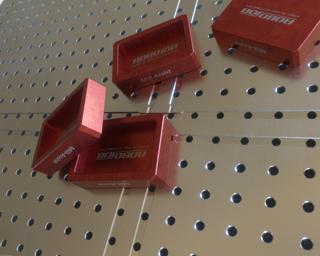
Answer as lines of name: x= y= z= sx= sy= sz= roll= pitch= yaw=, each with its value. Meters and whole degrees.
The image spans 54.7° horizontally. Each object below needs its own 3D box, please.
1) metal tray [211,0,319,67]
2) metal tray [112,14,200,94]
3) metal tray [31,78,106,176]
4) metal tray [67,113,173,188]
metal tray: x=0.147 y=-0.141 z=0.414 sx=0.130 sy=0.030 sz=0.090 roll=32 pitch=79 yaw=37
metal tray: x=-0.009 y=-0.114 z=0.478 sx=0.130 sy=0.030 sz=0.090 roll=-16 pitch=55 yaw=18
metal tray: x=-0.128 y=0.000 z=0.434 sx=0.130 sy=0.030 sz=0.090 roll=-34 pitch=42 yaw=34
metal tray: x=-0.052 y=0.032 z=0.411 sx=0.130 sy=0.030 sz=0.090 roll=-6 pitch=59 yaw=24
